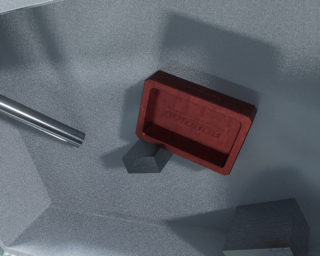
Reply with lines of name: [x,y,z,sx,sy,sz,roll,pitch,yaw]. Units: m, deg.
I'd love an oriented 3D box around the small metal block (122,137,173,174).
small metal block: [-0.015,0.037,0.422,0.050,0.050,0.025,-6,115,30]

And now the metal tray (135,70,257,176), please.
metal tray: [0.039,-0.006,0.379,0.130,0.030,0.089,23,127,13]

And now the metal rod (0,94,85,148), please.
metal rod: [-0.245,-0.045,0.425,0.301,0.025,0.025,28,133,-24]

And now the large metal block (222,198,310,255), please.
large metal block: [0.135,0.139,0.387,0.080,0.080,0.050,-20,108,35]
